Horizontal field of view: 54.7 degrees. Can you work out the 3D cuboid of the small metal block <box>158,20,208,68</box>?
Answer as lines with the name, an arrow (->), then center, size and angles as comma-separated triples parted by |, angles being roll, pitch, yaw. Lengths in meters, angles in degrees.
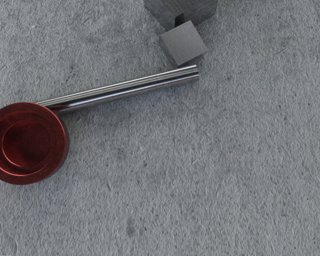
small metal block -> 0.032, -0.118, 0.445 | 0.050, 0.025, 0.050 | -30, 88, -11

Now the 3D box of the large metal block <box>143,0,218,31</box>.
large metal block -> 0.030, -0.195, 0.466 | 0.080, 0.050, 0.080 | -34, 74, -12

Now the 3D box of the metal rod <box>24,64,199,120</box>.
metal rod -> -0.094, -0.041, 0.422 | 0.302, 0.025, 0.025 | -14, 71, -6

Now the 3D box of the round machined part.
round machined part -> -0.161, 0.020, 0.383 | 0.099, 0.042, 0.097 | 0, 84, -3
